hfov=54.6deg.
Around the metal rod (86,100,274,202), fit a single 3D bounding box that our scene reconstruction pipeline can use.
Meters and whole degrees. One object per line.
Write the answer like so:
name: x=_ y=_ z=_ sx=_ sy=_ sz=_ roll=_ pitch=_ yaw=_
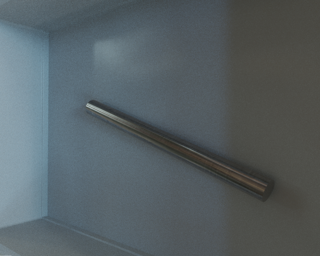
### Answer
metal rod: x=0.001 y=0.015 z=0.405 sx=0.300 sy=0.025 sz=0.025 roll=24 pitch=105 yaw=37
